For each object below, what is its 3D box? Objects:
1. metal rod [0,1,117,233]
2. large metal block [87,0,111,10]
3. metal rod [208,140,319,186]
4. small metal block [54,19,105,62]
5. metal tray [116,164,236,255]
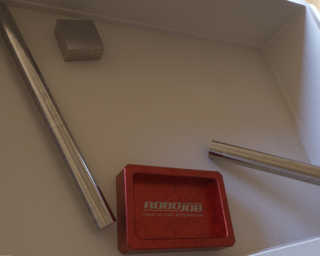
[{"bbox_3d":[-0.129,-0.024,0.351,0.025,0.025,0.299,-20,73,-36],"label":"metal rod"},{"bbox_3d":[-0.101,-0.242,0.468,0.080,0.080,0.050,25,53,-13],"label":"large metal block"},{"bbox_3d":[0.213,0.064,0.403,0.301,0.025,0.025,14,52,11],"label":"metal rod"},{"bbox_3d":[-0.110,-0.119,0.420,0.050,0.025,0.050,-12,68,-33],"label":"small metal block"},{"bbox_3d":[0.018,0.093,0.356,0.131,0.030,0.090,8,58,-24],"label":"metal tray"}]
